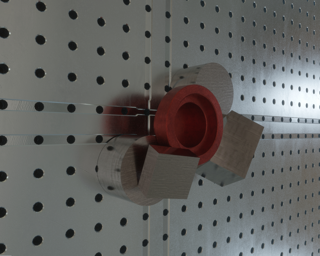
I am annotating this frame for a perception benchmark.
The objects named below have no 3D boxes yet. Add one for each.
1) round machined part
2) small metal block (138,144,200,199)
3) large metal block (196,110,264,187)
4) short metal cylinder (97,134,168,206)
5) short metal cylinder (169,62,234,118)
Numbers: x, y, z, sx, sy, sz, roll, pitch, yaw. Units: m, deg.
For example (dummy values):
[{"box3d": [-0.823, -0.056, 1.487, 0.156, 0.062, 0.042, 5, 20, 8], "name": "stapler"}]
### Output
[{"box3d": [0.031, -0.003, 0.386, 0.099, 0.042, 0.097, 0, 90, -40], "name": "round machined part"}, {"box3d": [0.009, 0.048, 0.335, 0.050, 0.025, 0.050, 9, 104, -28], "name": "small metal block"}, {"box3d": [0.096, 0.032, 0.445, 0.050, 0.080, 0.080, 28, 69, -1], "name": "large metal block"}, {"box3d": [-0.027, 0.048, 0.370, 0.081, 0.050, 0.079, 0, 90, -40], "name": "short metal cylinder"}, {"box3d": [0.060, -0.050, 0.443, 0.081, 0.050, 0.079, 0, 90, -40], "name": "short metal cylinder"}]
